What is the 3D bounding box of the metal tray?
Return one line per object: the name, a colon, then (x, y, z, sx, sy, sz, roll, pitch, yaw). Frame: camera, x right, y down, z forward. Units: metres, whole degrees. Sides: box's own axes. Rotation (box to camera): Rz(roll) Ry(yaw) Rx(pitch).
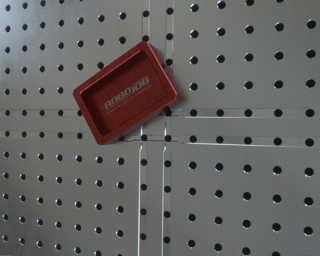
metal tray: (-0.046, -0.045, 0.425, 0.130, 0.030, 0.090, -31, 80, 17)
